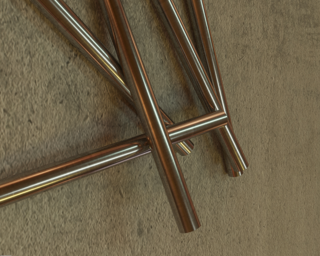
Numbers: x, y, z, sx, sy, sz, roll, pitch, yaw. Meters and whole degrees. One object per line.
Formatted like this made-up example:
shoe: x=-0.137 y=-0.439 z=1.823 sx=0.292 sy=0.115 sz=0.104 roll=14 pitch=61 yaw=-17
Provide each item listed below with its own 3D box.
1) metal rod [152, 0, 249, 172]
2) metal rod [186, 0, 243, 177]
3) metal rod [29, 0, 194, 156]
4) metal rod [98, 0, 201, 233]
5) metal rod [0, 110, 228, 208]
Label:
metal rod: x=0.057 y=-0.066 z=0.437 sx=0.025 sy=0.025 sz=0.299 roll=-39 pitch=110 yaw=-33
metal rod: x=0.084 y=-0.065 z=0.474 sx=0.025 sy=0.025 sz=0.298 roll=-26 pitch=106 yaw=-37
metal rod: x=-0.053 y=-0.064 z=0.360 sx=0.300 sy=0.025 sz=0.025 roll=46 pitch=63 yaw=-30
metal rod: x=-0.017 y=-0.030 z=0.345 sx=0.025 sy=0.025 sz=0.299 roll=-18 pitch=88 yaw=-39
metal rod: x=-0.038 y=0.025 z=0.351 sx=0.302 sy=0.025 sz=0.025 roll=-18 pitch=102 yaw=-32
